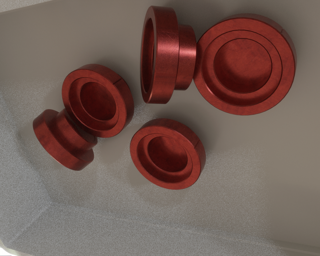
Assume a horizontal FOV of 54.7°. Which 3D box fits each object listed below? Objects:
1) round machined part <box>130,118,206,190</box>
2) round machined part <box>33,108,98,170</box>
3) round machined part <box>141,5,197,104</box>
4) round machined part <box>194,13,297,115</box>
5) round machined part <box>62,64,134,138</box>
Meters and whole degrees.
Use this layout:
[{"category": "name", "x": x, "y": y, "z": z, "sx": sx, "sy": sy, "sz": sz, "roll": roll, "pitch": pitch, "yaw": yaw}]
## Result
[{"category": "round machined part", "x": 0.014, "y": 0.030, "z": 0.408, "sx": 0.098, "sy": 0.042, "sz": 0.097, "roll": 13, "pitch": 124, "yaw": 20}, {"category": "round machined part", "x": -0.128, "y": 0.010, "z": 0.443, "sx": 0.042, "sy": 0.098, "sz": 0.098, "roll": -39, "pitch": 98, "yaw": 6}, {"category": "round machined part", "x": 0.008, "y": -0.074, "z": 0.323, "sx": 0.042, "sy": 0.098, "sz": 0.097, "roll": 1, "pitch": 126, "yaw": -12}, {"category": "round machined part", "x": 0.085, "y": -0.065, "z": 0.312, "sx": 0.098, "sy": 0.042, "sz": 0.097, "roll": 13, "pitch": 124, "yaw": 20}, {"category": "round machined part", "x": -0.077, "y": -0.039, "z": 0.412, "sx": 0.098, "sy": 0.042, "sz": 0.097, "roll": 13, "pitch": 124, "yaw": 20}]
